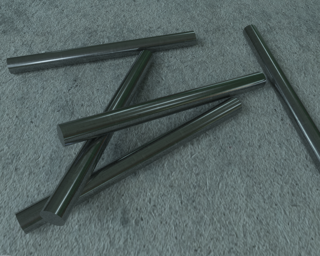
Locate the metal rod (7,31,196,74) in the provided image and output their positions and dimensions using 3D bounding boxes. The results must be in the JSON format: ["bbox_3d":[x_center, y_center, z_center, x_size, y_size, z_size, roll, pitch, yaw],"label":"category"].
[{"bbox_3d":[-0.088,-0.126,0.507,0.302,0.025,0.025,-11,51,-10],"label":"metal rod"}]

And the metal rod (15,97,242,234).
[{"bbox_3d":[-0.019,0.033,0.374,0.302,0.025,0.025,-28,56,-22],"label":"metal rod"}]

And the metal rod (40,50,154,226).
[{"bbox_3d":[-0.061,-0.015,0.394,0.025,0.025,0.301,12,45,9],"label":"metal rod"}]

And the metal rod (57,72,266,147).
[{"bbox_3d":[0.023,-0.032,0.396,0.302,0.025,0.025,-18,52,-28],"label":"metal rod"}]

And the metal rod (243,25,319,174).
[{"bbox_3d":[0.180,-0.059,0.454,0.025,0.025,0.300,-6,50,-5],"label":"metal rod"}]
